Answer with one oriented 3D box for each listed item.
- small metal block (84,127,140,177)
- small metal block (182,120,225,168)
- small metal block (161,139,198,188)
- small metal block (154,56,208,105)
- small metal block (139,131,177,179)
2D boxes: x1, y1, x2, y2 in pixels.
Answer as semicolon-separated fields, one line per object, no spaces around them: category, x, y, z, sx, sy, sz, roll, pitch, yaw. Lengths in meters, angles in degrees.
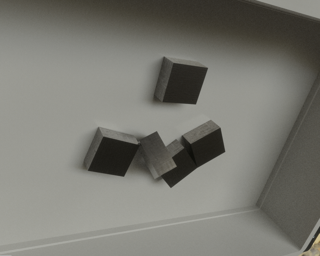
small metal block;-0.061;0.031;0.394;0.050;0.025;0.050;16;110;-32
small metal block;0.066;0.023;0.461;0.050;0.025;0.050;-28;128;-11
small metal block;0.020;0.052;0.454;0.050;0.025;0.050;-37;130;-4
small metal block;0.026;-0.059;0.388;0.050;0.025;0.050;2;118;-30
small metal block;-0.006;0.036;0.400;0.025;0.050;0.050;-28;171;-12
